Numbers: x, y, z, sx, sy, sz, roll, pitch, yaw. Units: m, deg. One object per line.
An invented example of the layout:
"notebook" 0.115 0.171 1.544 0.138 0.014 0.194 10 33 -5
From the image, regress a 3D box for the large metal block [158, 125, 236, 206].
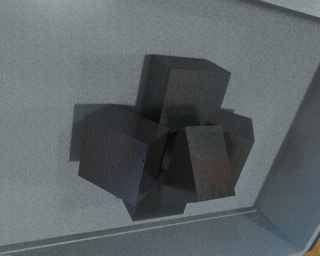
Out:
"large metal block" 0.036 0.046 0.368 0.050 0.080 0.080 -1 75 -29

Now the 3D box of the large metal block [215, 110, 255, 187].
"large metal block" 0.090 0.028 0.429 0.050 0.080 0.079 18 115 6

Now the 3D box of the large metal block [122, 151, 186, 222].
"large metal block" -0.002 0.079 0.439 0.081 0.050 0.079 1 118 -29

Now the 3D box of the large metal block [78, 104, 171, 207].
"large metal block" -0.042 0.029 0.356 0.050 0.080 0.079 -33 142 -56

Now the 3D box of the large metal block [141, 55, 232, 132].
"large metal block" 0.029 -0.040 0.379 0.081 0.050 0.079 -2 119 -28
